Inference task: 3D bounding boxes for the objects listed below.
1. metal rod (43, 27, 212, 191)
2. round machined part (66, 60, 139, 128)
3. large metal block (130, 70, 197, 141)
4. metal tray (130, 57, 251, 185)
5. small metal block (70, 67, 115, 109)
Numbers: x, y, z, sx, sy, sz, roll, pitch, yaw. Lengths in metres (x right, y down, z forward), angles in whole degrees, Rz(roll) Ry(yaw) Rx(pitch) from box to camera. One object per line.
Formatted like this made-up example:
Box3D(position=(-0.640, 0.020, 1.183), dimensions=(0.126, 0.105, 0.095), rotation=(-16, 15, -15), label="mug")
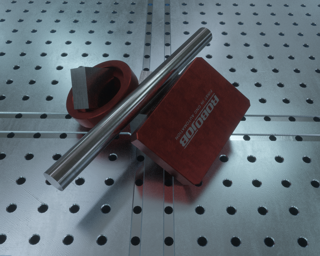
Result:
Box3D(position=(-0.018, -0.043, 0.378), dimensions=(0.025, 0.025, 0.301), rotation=(28, 55, 21), label="metal rod")
Box3D(position=(-0.071, -0.040, 0.412), dimensions=(0.098, 0.042, 0.098), rotation=(-15, 50, 20), label="round machined part")
Box3D(position=(0.008, -0.028, 0.415), dimensions=(0.080, 0.050, 0.080), rotation=(7, 50, 5), label="large metal block")
Box3D(position=(0.039, -0.009, 0.369), dimensions=(0.090, 0.030, 0.130), rotation=(40, 70, -8), label="metal tray")
Box3D(position=(-0.084, -0.051, 0.397), dimensions=(0.025, 0.050, 0.050), rotation=(-1, 6, 33), label="small metal block")
